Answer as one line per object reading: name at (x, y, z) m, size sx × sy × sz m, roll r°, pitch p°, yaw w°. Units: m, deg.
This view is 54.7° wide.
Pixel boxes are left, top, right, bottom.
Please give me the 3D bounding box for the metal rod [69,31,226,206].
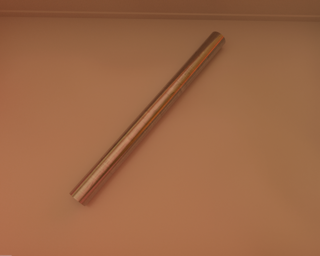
metal rod at (-0.007, -0.023, 0.417) m, size 0.025 × 0.025 × 0.301 m, roll 37°, pitch 74°, yaw 12°
